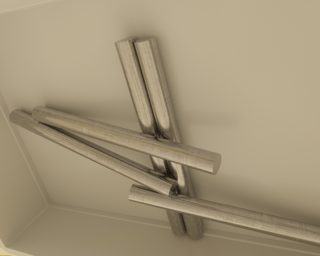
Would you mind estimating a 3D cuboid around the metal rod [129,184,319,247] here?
[{"bbox_3d":[0.103,0.116,0.401,0.301,0.025,0.025,10,123,16],"label":"metal rod"}]

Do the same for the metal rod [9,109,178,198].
[{"bbox_3d":[-0.113,0.030,0.467,0.301,0.025,0.025,21,127,21],"label":"metal rod"}]

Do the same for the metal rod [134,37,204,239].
[{"bbox_3d":[0.019,0.031,0.413,0.025,0.025,0.298,-1,118,28],"label":"metal rod"}]

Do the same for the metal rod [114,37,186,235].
[{"bbox_3d":[-0.005,0.028,0.423,0.025,0.025,0.298,-1,118,28],"label":"metal rod"}]

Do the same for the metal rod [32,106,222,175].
[{"bbox_3d":[-0.064,0.009,0.419,0.300,0.025,0.025,14,125,28],"label":"metal rod"}]
